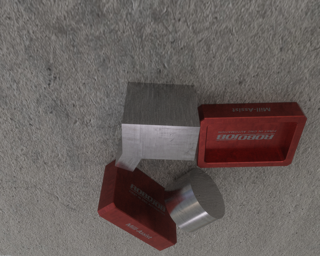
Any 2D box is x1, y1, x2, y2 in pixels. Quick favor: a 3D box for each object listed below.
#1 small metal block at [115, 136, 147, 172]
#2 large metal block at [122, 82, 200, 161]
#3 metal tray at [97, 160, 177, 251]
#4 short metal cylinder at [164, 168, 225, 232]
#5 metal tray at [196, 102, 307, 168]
[{"bbox_3d":[-0.036,0.020,0.408,0.025,0.050,0.050,21,127,-17],"label":"small metal block"},{"bbox_3d":[0.000,-0.010,0.363,0.081,0.080,0.050,3,130,-2],"label":"large metal block"},{"bbox_3d":[-0.028,0.113,0.460,0.030,0.090,0.130,-33,123,25],"label":"metal tray"},{"bbox_3d":[0.052,0.108,0.464,0.050,0.080,0.080,-37,121,27],"label":"short metal cylinder"},{"bbox_3d":[0.115,0.011,0.414,0.131,0.030,0.089,-1,130,1],"label":"metal tray"}]
